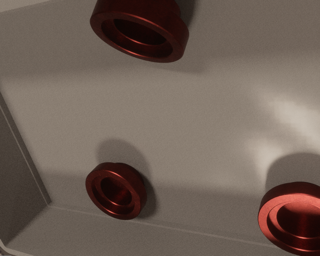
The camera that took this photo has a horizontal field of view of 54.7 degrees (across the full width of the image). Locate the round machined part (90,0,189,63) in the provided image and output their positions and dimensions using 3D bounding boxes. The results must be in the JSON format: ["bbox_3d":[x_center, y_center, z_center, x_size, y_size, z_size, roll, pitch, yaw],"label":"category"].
[{"bbox_3d":[-0.017,-0.108,0.317,0.098,0.098,0.042,14,80,20],"label":"round machined part"}]

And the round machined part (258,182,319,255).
[{"bbox_3d":[0.172,0.104,0.371,0.098,0.042,0.097,13,124,20],"label":"round machined part"}]

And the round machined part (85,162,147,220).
[{"bbox_3d":[-0.064,0.094,0.487,0.098,0.042,0.097,13,124,20],"label":"round machined part"}]
